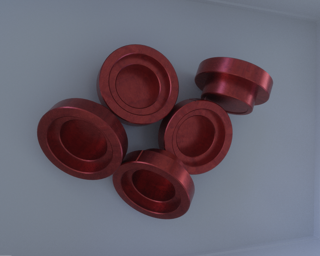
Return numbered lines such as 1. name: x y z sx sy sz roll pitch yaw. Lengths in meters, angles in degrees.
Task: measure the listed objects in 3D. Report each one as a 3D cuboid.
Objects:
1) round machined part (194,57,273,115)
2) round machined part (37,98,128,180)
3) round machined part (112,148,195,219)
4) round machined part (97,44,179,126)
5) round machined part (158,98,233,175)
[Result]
1. round machined part: 0.092 -0.049 0.404 0.099 0.098 0.042 23 78 -19
2. round machined part: -0.083 0.009 0.352 0.098 0.098 0.042 44 32 -15
3. round machined part: -0.005 0.063 0.380 0.098 0.098 0.042 46 42 -15
4. round machined part: -0.030 -0.050 0.386 0.099 0.042 0.097 3 82 -20
5. round machined part: 0.043 0.009 0.410 0.099 0.042 0.097 -5 104 -21
